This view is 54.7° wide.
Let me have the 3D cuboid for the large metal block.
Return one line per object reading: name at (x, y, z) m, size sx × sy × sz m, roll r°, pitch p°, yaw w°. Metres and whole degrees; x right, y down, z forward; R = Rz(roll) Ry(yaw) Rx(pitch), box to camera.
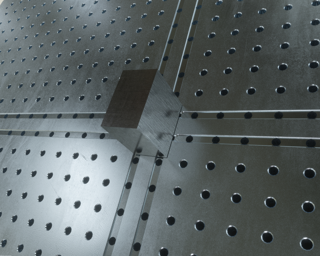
large metal block at (-0.019, -0.017, 0.391) m, size 0.050 × 0.080 × 0.080 m, roll 4°, pitch 64°, yaw 29°
